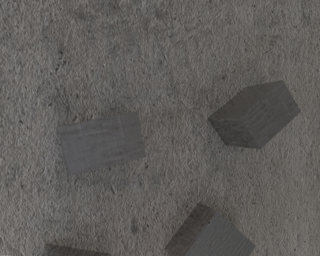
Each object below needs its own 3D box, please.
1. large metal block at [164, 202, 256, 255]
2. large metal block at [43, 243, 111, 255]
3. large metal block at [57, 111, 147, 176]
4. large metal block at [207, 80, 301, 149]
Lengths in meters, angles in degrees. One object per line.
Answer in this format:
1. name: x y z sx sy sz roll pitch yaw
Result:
1. large metal block: 0.067 0.162 0.421 0.080 0.050 0.080 43 76 -15
2. large metal block: -0.103 0.189 0.358 0.081 0.050 0.080 18 84 -19
3. large metal block: -0.070 0.015 0.354 0.081 0.080 0.050 -12 95 -20
4. large metal block: 0.127 -0.018 0.426 0.080 0.080 0.050 -39 103 -16
